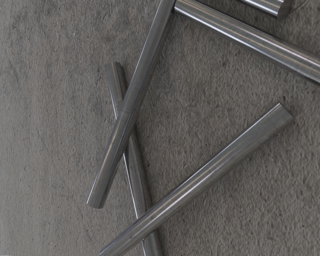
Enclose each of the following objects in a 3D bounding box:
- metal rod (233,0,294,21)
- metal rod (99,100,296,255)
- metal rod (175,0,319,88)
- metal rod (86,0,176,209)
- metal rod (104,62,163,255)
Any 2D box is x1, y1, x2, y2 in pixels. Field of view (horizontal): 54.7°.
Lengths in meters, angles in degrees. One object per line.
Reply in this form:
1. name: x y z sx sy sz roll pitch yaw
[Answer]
1. metal rod: 0.028 -0.201 0.382 0.300 0.025 0.025 42 115 32
2. metal rod: 0.026 0.078 0.362 0.299 0.025 0.025 -44 63 23
3. metal rod: 0.124 -0.070 0.302 0.300 0.025 0.025 40 115 32
4. metal rod: -0.037 -0.032 0.411 0.025 0.025 0.298 27 99 37
5. metal rod: -0.037 0.049 0.435 0.025 0.025 0.299 -22 76 38
